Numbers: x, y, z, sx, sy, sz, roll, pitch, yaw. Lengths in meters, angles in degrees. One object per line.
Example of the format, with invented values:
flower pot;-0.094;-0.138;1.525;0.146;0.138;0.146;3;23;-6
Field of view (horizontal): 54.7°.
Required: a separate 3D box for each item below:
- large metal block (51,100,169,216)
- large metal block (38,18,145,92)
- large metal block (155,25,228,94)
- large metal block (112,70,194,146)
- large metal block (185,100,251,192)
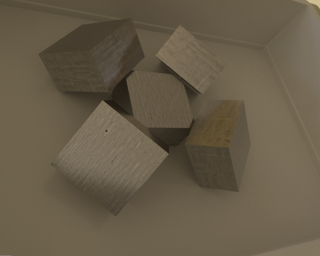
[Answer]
large metal block;-0.047;0.027;0.319;0.080;0.050;0.080;39;95;-2
large metal block;-0.078;-0.086;0.368;0.080;0.080;0.050;-54;137;-39
large metal block;0.044;-0.093;0.441;0.080;0.050;0.080;39;8;-1
large metal block;-0.010;-0.024;0.395;0.081;0.050;0.080;1;62;-28
large metal block;0.077;0.021;0.388;0.080;0.050;0.080;-62;144;-39
